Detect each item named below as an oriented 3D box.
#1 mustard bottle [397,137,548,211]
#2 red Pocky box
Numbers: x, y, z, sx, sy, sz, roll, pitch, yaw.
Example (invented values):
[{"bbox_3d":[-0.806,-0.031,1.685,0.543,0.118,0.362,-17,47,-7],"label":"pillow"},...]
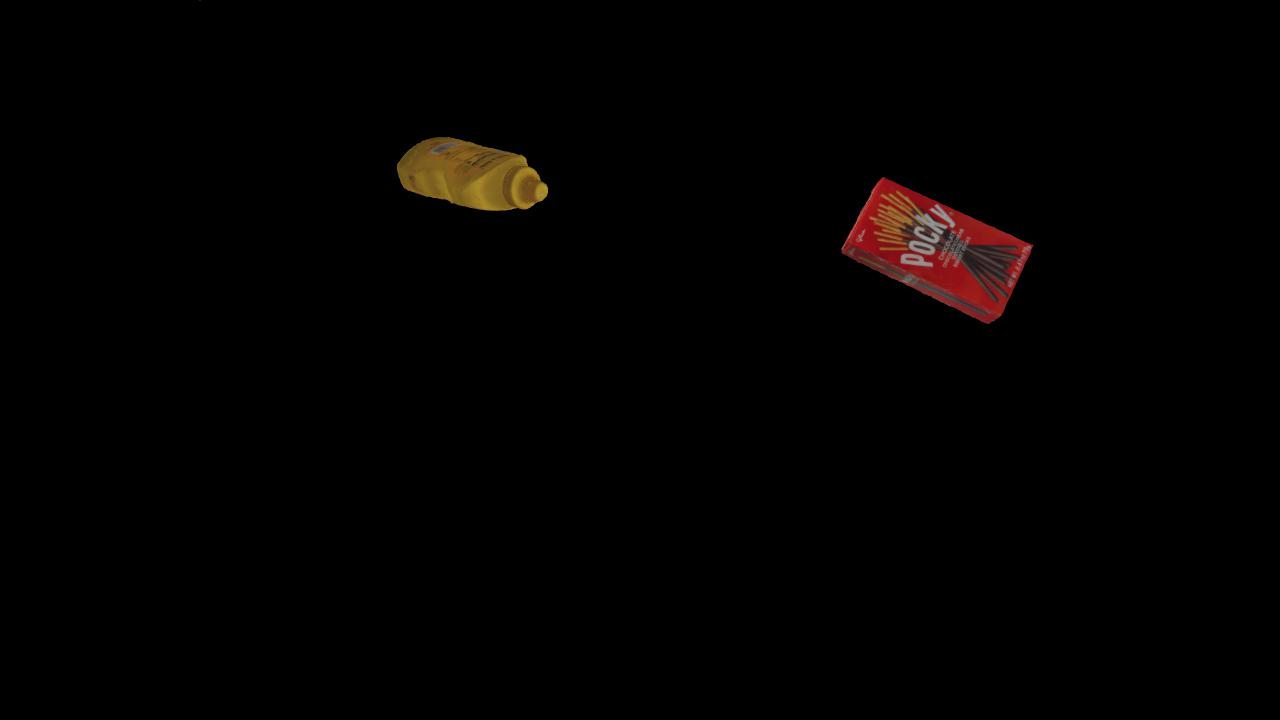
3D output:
[{"bbox_3d":[-0.168,-0.194,0.652,0.184,0.054,0.092,22,41,31],"label":"mustard bottle"},{"bbox_3d":[0.281,-0.105,0.586,0.155,0.083,0.028,28,-12,9],"label":"red Pocky box"}]
